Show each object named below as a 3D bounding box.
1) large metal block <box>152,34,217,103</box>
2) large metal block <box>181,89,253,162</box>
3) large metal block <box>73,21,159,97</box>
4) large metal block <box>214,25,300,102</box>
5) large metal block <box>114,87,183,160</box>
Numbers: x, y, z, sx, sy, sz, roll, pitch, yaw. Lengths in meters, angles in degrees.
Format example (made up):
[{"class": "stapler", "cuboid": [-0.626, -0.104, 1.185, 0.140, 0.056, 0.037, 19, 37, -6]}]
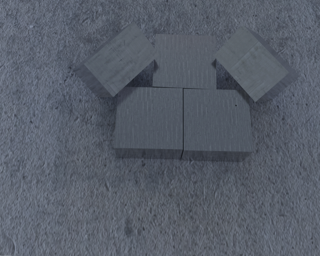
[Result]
[{"class": "large metal block", "cuboid": [0.033, -0.079, 0.426, 0.081, 0.050, 0.080, 3, 70, 0]}, {"class": "large metal block", "cuboid": [0.069, -0.002, 0.396, 0.081, 0.050, 0.080, 1, 70, 0]}, {"class": "large metal block", "cuboid": [-0.060, -0.085, 0.403, 0.080, 0.080, 0.050, -45, 111, -15]}, {"class": "large metal block", "cuboid": [0.128, -0.081, 0.405, 0.050, 0.080, 0.080, -45, 72, 27]}, {"class": "large metal block", "cuboid": [-0.013, -0.005, 0.397, 0.081, 0.050, 0.080, 1, 70, 0]}]
